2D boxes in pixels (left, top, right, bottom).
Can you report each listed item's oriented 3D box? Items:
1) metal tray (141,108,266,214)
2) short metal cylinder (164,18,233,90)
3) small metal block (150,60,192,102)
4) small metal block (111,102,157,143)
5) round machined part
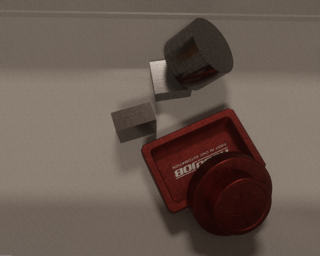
[{"bbox_3d":[0.053,0.041,0.392,0.131,0.030,0.090,-23,72,-9],"label":"metal tray"},{"bbox_3d":[0.052,-0.097,0.411,0.080,0.050,0.080,23,54,-36],"label":"short metal cylinder"},{"bbox_3d":[0.014,-0.068,0.435,0.050,0.025,0.050,-9,70,-4],"label":"small metal block"},{"bbox_3d":[-0.032,-0.006,0.398,0.050,0.050,0.025,-17,71,-6],"label":"small metal block"},{"bbox_3d":[0.084,0.079,0.346,0.099,0.042,0.097,-4,106,-15],"label":"round machined part"}]
